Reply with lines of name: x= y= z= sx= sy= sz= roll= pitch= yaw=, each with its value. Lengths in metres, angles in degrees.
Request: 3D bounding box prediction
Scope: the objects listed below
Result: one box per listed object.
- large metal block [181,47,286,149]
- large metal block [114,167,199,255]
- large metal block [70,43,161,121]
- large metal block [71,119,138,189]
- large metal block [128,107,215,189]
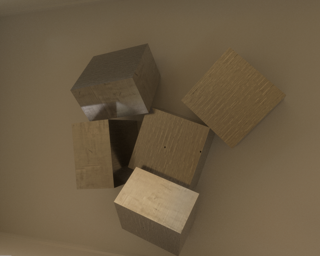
large metal block: x=0.087 y=-0.033 z=0.365 sx=0.080 sy=0.050 sz=0.080 roll=45 pitch=104 yaw=14
large metal block: x=-0.003 y=0.102 z=0.373 sx=0.080 sy=0.080 sz=0.050 roll=21 pitch=55 yaw=17
large metal block: x=-0.052 y=-0.057 z=0.391 sx=0.080 sy=0.080 sz=0.050 roll=-8 pitch=129 yaw=20
large metal block: x=-0.066 y=0.032 z=0.402 sx=0.050 sy=0.080 sz=0.080 roll=-6 pitch=88 yaw=20
large metal block: x=0.017 y=0.024 z=0.390 sx=0.080 sy=0.050 sz=0.080 roll=20 pitch=97 yaw=18
